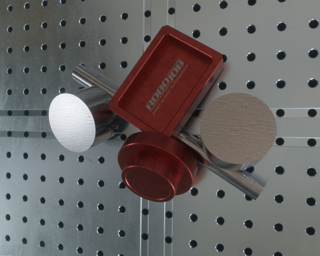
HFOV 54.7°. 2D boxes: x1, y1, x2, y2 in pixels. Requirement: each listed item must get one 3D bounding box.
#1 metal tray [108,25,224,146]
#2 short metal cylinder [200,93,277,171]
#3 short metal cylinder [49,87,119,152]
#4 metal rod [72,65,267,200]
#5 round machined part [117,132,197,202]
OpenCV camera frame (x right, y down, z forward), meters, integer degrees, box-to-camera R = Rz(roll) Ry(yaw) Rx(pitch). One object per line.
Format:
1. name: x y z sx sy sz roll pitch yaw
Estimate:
1. metal tray: 0.008 -0.054 0.391 0.090 0.030 0.130 34 87 17
2. short metal cylinder: 0.087 0.006 0.356 0.080 0.050 0.080 -2 73 8
3. short metal cylinder: -0.103 -0.013 0.423 0.080 0.050 0.079 10 111 27
4. metal rod: 0.000 -0.003 0.413 0.300 0.025 0.025 33 101 17
5. round machined part: -0.008 0.054 0.377 0.098 0.042 0.097 14 138 14
